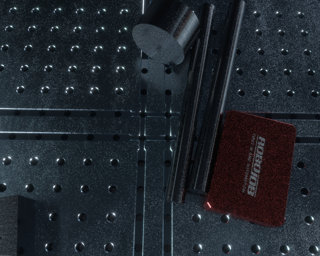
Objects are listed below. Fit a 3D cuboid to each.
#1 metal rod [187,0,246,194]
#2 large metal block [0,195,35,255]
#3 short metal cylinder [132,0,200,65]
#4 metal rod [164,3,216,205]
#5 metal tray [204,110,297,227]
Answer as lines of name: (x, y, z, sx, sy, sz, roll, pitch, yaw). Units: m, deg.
metal rod: (0.083, -0.057, 0.430, 0.025, 0.025, 0.299, 14, 69, 5)
large metal block: (-0.192, 0.124, 0.351, 0.081, 0.050, 0.080, -7, 70, -3)
short metal cylinder: (0.009, -0.133, 0.431, 0.080, 0.080, 0.050, 26, 72, 9)
metal rod: (0.045, -0.047, 0.429, 0.025, 0.025, 0.299, 10, 70, 3)
metal tray: (0.115, 0.049, 0.393, 0.090, 0.030, 0.130, 15, 70, 5)
